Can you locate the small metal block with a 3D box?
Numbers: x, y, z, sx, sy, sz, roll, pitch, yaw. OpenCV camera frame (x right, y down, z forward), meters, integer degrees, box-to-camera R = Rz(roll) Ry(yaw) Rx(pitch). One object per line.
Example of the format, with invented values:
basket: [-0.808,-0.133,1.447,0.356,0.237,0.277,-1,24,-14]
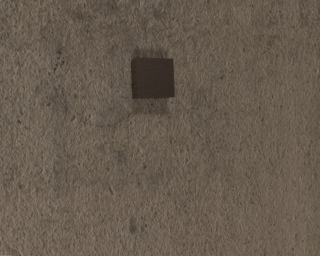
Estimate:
small metal block: [-0.010,-0.065,0.406,0.050,0.025,0.050,-3,91,-20]
